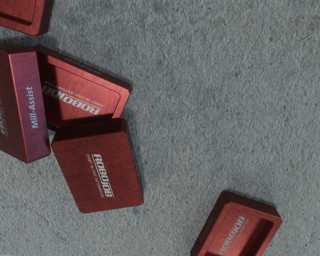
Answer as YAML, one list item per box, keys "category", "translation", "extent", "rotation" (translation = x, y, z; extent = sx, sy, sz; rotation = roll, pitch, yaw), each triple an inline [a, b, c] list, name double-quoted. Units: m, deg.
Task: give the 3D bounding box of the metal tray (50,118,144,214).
- category: "metal tray"
  translation: [-0.076, 0.054, 0.408]
  extent: [0.091, 0.030, 0.129]
  rotation: [-9, 125, 1]

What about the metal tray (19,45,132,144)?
- category: "metal tray"
  translation: [-0.112, -0.037, 0.392]
  extent: [0.131, 0.030, 0.089]
  rotation: [23, 108, -9]

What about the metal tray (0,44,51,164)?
- category: "metal tray"
  translation: [-0.176, -0.031, 0.367]
  extent: [0.090, 0.030, 0.129]
  rotation: [15, 115, 36]

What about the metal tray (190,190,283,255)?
- category: "metal tray"
  translation: [0.112, 0.167, 0.469]
  extent: [0.091, 0.030, 0.129]
  rotation: [20, 109, -8]

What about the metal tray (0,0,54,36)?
- category: "metal tray"
  translation: [-0.187, -0.166, 0.343]
  extent: [0.131, 0.030, 0.089]
  rotation: [17, 109, -7]
